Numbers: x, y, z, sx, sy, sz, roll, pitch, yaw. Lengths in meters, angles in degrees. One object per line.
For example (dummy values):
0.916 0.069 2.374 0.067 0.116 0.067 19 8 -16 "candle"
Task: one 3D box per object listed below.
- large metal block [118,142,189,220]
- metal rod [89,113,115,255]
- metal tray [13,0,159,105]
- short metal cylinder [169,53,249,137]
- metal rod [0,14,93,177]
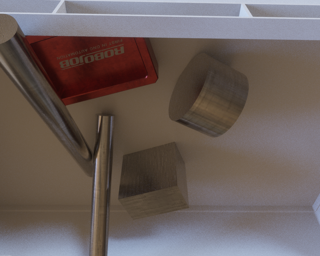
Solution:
-0.008 0.073 0.436 0.080 0.080 0.050 -16 129 12 "large metal block"
-0.082 0.129 0.422 0.025 0.025 0.298 4 100 -4 "metal rod"
-0.076 -0.079 0.337 0.131 0.030 0.090 -13 129 10 "metal tray"
0.051 -0.035 0.344 0.050 0.080 0.080 23 126 -19 "short metal cylinder"
-0.101 0.000 0.326 0.025 0.025 0.299 0 156 0 "metal rod"
